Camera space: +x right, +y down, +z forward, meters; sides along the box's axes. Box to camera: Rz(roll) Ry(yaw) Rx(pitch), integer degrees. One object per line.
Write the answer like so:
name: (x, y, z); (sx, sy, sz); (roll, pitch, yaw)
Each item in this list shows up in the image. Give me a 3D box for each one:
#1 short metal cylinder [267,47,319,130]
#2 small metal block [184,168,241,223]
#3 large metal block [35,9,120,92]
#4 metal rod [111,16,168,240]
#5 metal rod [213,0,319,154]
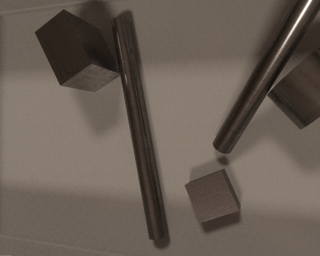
short metal cylinder: (0.162, -0.043, 0.324); (0.080, 0.080, 0.050); (-43, 77, 15)
small metal block: (0.066, 0.084, 0.387); (0.050, 0.025, 0.050); (-25, 82, 18)
large metal block: (-0.107, -0.099, 0.418); (0.050, 0.080, 0.080); (-30, 80, 17)
metal rod: (-0.029, -0.003, 0.419); (0.025, 0.025, 0.298); (-12, 86, 19)
metal rod: (0.123, -0.088, 0.297); (0.025, 0.025, 0.298); (34, 128, 16)
